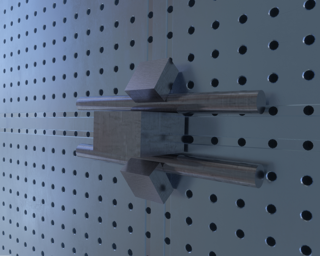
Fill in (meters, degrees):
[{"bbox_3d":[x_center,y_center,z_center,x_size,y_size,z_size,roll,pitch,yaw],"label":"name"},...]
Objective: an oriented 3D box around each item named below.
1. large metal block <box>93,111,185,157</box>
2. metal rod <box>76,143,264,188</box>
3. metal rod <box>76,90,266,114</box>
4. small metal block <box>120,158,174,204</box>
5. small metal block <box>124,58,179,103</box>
[{"bbox_3d":[-0.026,0.005,0.389,0.080,0.081,0.050,3,92,40],"label":"large metal block"},{"bbox_3d":[-0.013,0.044,0.415,0.300,0.025,0.025,3,92,39],"label":"metal rod"},{"bbox_3d":[-0.012,-0.033,0.413,0.300,0.025,0.025,3,92,39],"label":"metal rod"},{"bbox_3d":[-0.017,0.068,0.403,0.050,0.025,0.050,4,130,39],"label":"small metal block"},{"bbox_3d":[-0.010,-0.061,0.398,0.050,0.025,0.050,2,57,39],"label":"small metal block"}]
